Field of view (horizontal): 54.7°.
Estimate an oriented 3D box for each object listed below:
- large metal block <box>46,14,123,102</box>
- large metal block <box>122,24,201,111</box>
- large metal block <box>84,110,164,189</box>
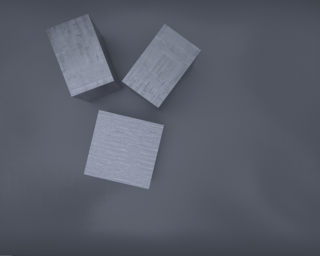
[{"bbox_3d":[-0.089,-0.081,0.383,0.050,0.080,0.080,-21,90,0],"label":"large metal block"},{"bbox_3d":[0.002,-0.069,0.384,0.050,0.080,0.080,37,90,0],"label":"large metal block"},{"bbox_3d":[-0.043,0.026,0.398,0.080,0.050,0.080,13,90,0],"label":"large metal block"}]
